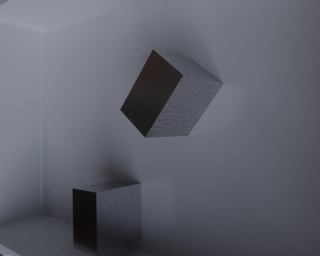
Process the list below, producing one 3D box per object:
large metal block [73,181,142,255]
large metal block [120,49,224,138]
[{"bbox_3d":[-0.072,0.120,0.430,0.050,0.081,0.080,-2,89,40],"label":"large metal block"},{"bbox_3d":[0.014,-0.036,0.359,0.050,0.081,0.080,47,118,30],"label":"large metal block"}]
